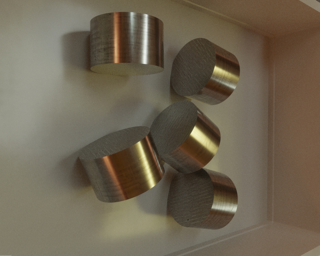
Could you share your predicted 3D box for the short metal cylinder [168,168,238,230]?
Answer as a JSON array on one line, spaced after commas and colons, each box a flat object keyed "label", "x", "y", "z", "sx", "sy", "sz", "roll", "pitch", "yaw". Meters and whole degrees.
[{"label": "short metal cylinder", "x": 0.057, "y": 0.095, "z": 0.421, "sx": 0.050, "sy": 0.080, "sz": 0.080, "roll": 20, "pitch": 77, "yaw": -39}]

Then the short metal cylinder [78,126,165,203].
[{"label": "short metal cylinder", "x": -0.041, "y": 0.037, "z": 0.338, "sx": 0.081, "sy": 0.080, "sz": 0.050, "roll": -31, "pitch": 110, "yaw": -36}]

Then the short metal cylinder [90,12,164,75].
[{"label": "short metal cylinder", "x": -0.036, "y": -0.089, "z": 0.342, "sx": 0.081, "sy": 0.080, "sz": 0.050, "roll": -1, "pitch": 91, "yaw": -40}]

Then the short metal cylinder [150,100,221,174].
[{"label": "short metal cylinder", "x": 0.030, "y": 0.011, "z": 0.398, "sx": 0.050, "sy": 0.080, "sz": 0.080, "roll": 40, "pitch": 66, "yaw": -33}]

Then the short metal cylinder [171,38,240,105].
[{"label": "short metal cylinder", "x": 0.061, "y": -0.076, "z": 0.424, "sx": 0.050, "sy": 0.080, "sz": 0.080, "roll": 14, "pitch": 81, "yaw": -40}]
